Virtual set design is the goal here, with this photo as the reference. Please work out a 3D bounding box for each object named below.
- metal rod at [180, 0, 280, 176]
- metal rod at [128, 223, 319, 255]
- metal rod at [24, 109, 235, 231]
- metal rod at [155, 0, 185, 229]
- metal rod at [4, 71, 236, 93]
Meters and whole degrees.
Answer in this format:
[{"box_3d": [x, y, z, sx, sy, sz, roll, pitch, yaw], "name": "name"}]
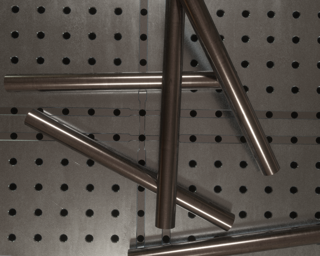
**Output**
[{"box_3d": [0.080, -0.072, 0.385, 0.025, 0.025, 0.299, -28, 102, 0], "name": "metal rod"}, {"box_3d": [0.109, 0.155, 0.414, 0.302, 0.025, 0.025, -7, 90, -1], "name": "metal rod"}, {"box_3d": [-0.039, 0.056, 0.412, 0.301, 0.025, 0.025, 28, 90, -1], "name": "metal rod"}, {"box_3d": [0.013, -0.026, 0.387, 0.025, 0.025, 0.298, 3, 90, -1], "name": "metal rod"}, {"box_3d": [-0.050, -0.062, 0.412, 0.302, 0.025, 0.025, -1, 90, -1], "name": "metal rod"}]
